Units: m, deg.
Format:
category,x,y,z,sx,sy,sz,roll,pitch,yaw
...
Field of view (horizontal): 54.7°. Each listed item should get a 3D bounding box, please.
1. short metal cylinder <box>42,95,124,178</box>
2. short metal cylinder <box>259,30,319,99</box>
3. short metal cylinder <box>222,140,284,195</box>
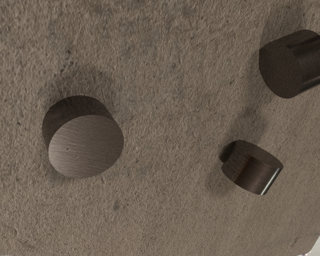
category,x,y,z,sx,sy,sz,roll,pitch,yaw
short metal cylinder,-0.087,0.010,0.350,0.081,0.050,0.079,-14,125,-21
short metal cylinder,0.181,-0.086,0.420,0.050,0.080,0.080,-24,128,-14
short metal cylinder,0.146,0.061,0.491,0.081,0.080,0.050,13,112,-34
